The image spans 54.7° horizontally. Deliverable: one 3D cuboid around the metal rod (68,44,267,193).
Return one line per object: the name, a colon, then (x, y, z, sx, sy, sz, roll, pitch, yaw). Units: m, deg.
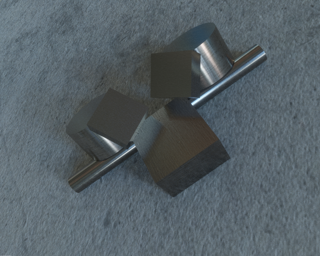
metal rod: (0.007, -0.010, 0.406, 0.300, 0.025, 0.025, -35, 52, 4)

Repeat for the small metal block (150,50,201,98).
small metal block: (0.018, -0.059, 0.351, 0.050, 0.025, 0.050, 2, 93, 29)

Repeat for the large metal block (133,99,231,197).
large metal block: (0.021, 0.020, 0.363, 0.080, 0.050, 0.080, -36, 51, 4)

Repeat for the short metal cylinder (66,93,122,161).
short metal cylinder: (-0.076, -0.003, 0.412, 0.080, 0.050, 0.080, -28, 29, 18)

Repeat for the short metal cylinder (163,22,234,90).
short metal cylinder: (0.047, -0.091, 0.400, 0.080, 0.050, 0.080, -28, 29, 18)

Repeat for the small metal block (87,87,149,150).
small metal block: (-0.047, -0.010, 0.355, 0.050, 0.025, 0.050, 27, 74, 4)
